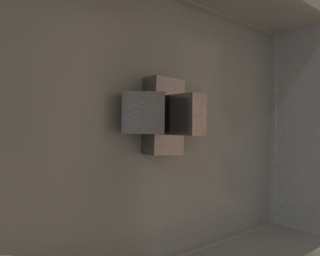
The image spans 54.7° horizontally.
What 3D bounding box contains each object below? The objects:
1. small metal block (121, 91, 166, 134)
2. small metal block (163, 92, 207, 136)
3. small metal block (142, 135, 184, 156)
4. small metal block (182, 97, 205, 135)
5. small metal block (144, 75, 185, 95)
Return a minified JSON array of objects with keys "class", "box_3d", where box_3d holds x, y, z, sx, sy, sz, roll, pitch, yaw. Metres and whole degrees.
[{"class":"small metal block","box_3d":[-0.019,-0.018,0.370,0.050,0.025,0.050,1,90,3]},{"class":"small metal block","box_3d":[0.030,-0.016,0.380,0.025,0.050,0.050,1,90,-41]},{"class":"small metal block","box_3d":[0.005,0.010,0.408,0.050,0.025,0.050,3,88,-40]},{"class":"small metal block","box_3d":[0.047,-0.016,0.428,0.050,0.025,0.050,5,86,-79]},{"class":"small metal block","box_3d":[0.006,-0.040,0.408,0.050,0.025,0.050,3,88,-41]}]
